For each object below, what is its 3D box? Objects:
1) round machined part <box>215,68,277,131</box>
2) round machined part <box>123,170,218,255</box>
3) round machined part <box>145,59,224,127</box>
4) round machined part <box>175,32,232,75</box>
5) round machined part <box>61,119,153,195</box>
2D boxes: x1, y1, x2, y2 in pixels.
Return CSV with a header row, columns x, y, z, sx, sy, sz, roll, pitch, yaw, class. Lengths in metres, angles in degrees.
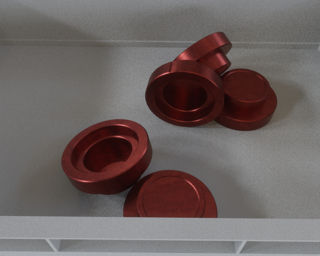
x,y,z,sx,sy,sz,roll,pitch,yaw,class
0.115,-0.046,0.435,0.099,0.042,0.098,1,50,0,round machined part
0.011,0.085,0.323,0.099,0.042,0.098,1,50,0,round machined part
0.033,-0.049,0.399,0.099,0.097,0.042,7,51,6,round machined part
0.061,-0.088,0.440,0.099,0.098,0.042,-30,83,-23,round machined part
-0.056,0.036,0.352,0.098,0.042,0.098,-9,39,7,round machined part
